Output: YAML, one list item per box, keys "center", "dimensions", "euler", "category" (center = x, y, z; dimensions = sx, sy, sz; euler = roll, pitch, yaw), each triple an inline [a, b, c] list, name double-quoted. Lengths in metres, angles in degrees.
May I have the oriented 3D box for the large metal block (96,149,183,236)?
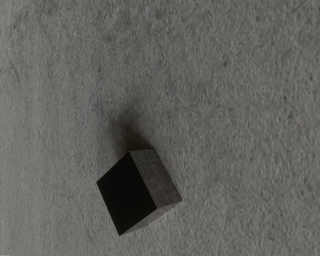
- center: [-0.030, 0.084, 0.414]
  dimensions: [0.080, 0.050, 0.080]
  euler: [-43, 64, 31]
  category: "large metal block"
